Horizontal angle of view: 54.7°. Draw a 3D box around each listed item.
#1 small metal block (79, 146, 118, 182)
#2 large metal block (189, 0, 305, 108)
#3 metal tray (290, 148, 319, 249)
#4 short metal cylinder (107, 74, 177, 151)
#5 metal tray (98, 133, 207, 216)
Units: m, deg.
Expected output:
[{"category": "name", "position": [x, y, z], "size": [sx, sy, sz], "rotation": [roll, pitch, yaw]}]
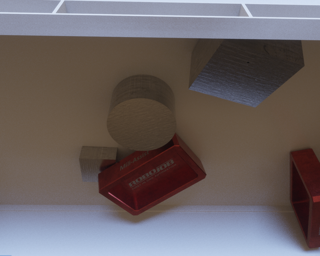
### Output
[{"category": "small metal block", "position": [-0.088, 0.054, 0.454], "size": [0.050, 0.025, 0.050], "rotation": [2, 130, -3]}, {"category": "large metal block", "position": [0.083, -0.071, 0.316], "size": [0.081, 0.050, 0.080], "rotation": [14, 152, -12]}, {"category": "metal tray", "position": [0.223, 0.105, 0.459], "size": [0.030, 0.090, 0.129], "rotation": [-12, 129, 10]}, {"category": "short metal cylinder", "position": [-0.021, -0.018, 0.377], "size": [0.081, 0.050, 0.079], "rotation": [0, 130, 0]}, {"category": "metal tray", "position": [-0.011, 0.069, 0.444], "size": [0.130, 0.030, 0.090], "rotation": [-32, 131, 12]}]
